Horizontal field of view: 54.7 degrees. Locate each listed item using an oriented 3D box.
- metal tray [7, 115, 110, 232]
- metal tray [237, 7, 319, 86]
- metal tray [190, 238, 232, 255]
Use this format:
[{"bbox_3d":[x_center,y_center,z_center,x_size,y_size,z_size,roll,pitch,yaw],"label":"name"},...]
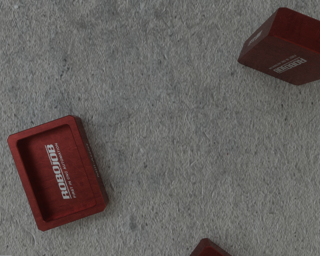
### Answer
[{"bbox_3d":[-0.131,0.057,0.406,0.090,0.030,0.129,-19,90,0],"label":"metal tray"},{"bbox_3d":[0.152,-0.087,0.358,0.090,0.130,0.030,21,90,0],"label":"metal tray"},{"bbox_3d":[0.058,0.226,0.408,0.090,0.030,0.130,36,90,0],"label":"metal tray"}]
